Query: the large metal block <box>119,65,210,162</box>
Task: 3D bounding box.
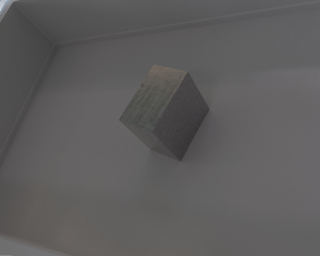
[{"bbox_3d":[0.009,-0.017,0.377,0.050,0.080,0.080,20,72,35],"label":"large metal block"}]
